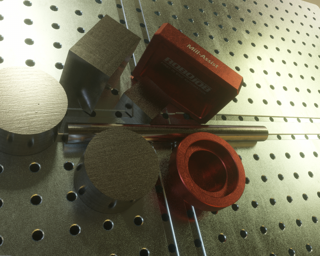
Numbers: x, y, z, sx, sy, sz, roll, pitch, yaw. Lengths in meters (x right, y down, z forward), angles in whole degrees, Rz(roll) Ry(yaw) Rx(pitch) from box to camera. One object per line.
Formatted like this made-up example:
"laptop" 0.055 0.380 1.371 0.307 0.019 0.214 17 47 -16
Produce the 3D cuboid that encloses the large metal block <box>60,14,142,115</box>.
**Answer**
"large metal block" -0.075 -0.077 0.379 0.050 0.080 0.080 34 51 -7

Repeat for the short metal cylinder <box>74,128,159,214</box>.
"short metal cylinder" -0.048 0.047 0.337 0.081 0.050 0.080 14 56 -21

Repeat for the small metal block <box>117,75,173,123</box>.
"small metal block" -0.020 -0.036 0.419 0.050 0.025 0.050 43 51 1

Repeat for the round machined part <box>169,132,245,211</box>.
"round machined part" 0.055 0.057 0.392 0.099 0.042 0.098 14 56 -21

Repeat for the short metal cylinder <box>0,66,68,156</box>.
"short metal cylinder" -0.143 -0.018 0.325 0.081 0.050 0.080 14 56 -21

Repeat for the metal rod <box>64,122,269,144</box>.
"metal rod" 0.028 0.007 0.418 0.303 0.025 0.025 1 62 -28

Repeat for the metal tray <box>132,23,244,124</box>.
"metal tray" 0.036 -0.070 0.428 0.130 0.090 0.030 35 51 -6
